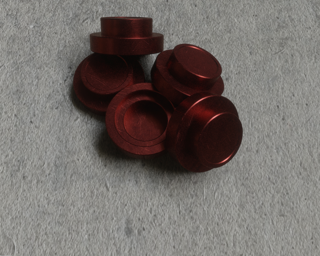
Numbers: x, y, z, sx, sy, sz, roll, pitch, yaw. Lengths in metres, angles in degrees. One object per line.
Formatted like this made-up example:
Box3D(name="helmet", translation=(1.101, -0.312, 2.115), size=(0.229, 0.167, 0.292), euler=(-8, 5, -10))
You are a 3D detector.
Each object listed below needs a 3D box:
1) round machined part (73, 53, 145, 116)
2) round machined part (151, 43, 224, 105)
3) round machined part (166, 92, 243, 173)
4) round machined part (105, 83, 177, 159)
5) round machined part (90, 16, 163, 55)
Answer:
Box3D(name="round machined part", translation=(-0.070, -0.068, 0.425), size=(0.099, 0.042, 0.098), euler=(0, 70, -1))
Box3D(name="round machined part", translation=(0.041, -0.073, 0.404), size=(0.099, 0.042, 0.098), euler=(15, 44, -15))
Box3D(name="round machined part", translation=(0.059, 0.009, 0.368), size=(0.098, 0.098, 0.042), euler=(-41, 35, -14))
Box3D(name="round machined part", translation=(-0.019, -0.006, 0.402), size=(0.099, 0.042, 0.098), euler=(0, 70, -1))
Box3D(name="round machined part", translation=(-0.044, -0.126, 0.415), size=(0.099, 0.098, 0.042), euler=(1, 112, 0))
